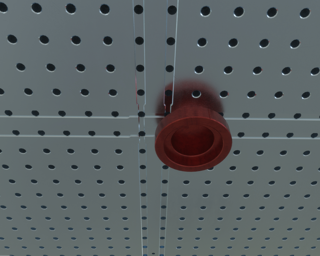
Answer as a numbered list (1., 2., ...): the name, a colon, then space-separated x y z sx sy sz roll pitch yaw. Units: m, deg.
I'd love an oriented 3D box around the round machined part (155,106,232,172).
1. round machined part: 0.042 0.010 0.410 0.099 0.042 0.097 -1 130 0
